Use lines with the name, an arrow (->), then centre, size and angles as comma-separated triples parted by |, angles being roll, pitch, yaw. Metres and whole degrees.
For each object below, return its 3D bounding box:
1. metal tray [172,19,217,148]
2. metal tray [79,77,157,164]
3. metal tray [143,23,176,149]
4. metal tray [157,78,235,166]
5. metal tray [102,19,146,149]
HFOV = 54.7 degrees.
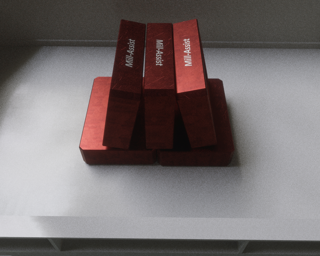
metal tray -> 0.040, -0.053, 0.364 | 0.030, 0.090, 0.130 | -9, 49, 11
metal tray -> -0.049, -0.014, 0.410 | 0.091, 0.030, 0.130 | 1, 50, 0
metal tray -> 0.000, -0.051, 0.363 | 0.030, 0.089, 0.130 | 0, 48, 0
metal tray -> 0.043, -0.012, 0.410 | 0.091, 0.030, 0.130 | 1, 50, 0
metal tray -> -0.041, -0.052, 0.362 | 0.030, 0.089, 0.130 | 8, 49, -10
